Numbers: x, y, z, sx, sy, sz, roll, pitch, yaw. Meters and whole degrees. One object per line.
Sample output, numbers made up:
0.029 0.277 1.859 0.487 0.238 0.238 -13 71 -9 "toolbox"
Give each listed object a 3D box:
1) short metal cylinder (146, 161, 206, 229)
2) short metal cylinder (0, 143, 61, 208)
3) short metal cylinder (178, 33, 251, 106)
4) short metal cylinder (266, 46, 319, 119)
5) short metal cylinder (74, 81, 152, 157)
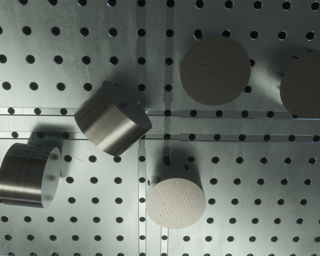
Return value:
0.021 0.093 0.435 0.081 0.050 0.079 0 110 -1 "short metal cylinder"
-0.167 0.062 0.405 0.050 0.080 0.079 7 110 -3 "short metal cylinder"
0.063 -0.072 0.374 0.081 0.050 0.079 0 110 -1 "short metal cylinder"
0.179 -0.057 0.382 0.081 0.050 0.079 0 110 -1 "short metal cylinder"
-0.056 -0.012 0.379 0.050 0.080 0.080 -43 105 14 "short metal cylinder"
